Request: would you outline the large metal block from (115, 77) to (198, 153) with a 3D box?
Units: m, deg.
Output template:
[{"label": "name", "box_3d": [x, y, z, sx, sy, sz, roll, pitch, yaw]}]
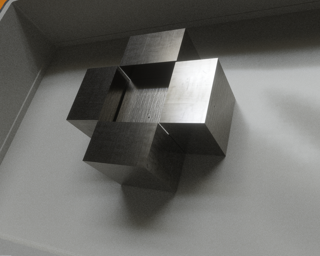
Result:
[{"label": "large metal block", "box_3d": [-0.004, -0.017, 0.399, 0.080, 0.050, 0.080, 1, 62, 28]}]

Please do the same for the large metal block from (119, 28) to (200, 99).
[{"label": "large metal block", "box_3d": [0.006, -0.081, 0.415, 0.080, 0.080, 0.050, 1, 62, 28]}]

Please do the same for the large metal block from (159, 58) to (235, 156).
[{"label": "large metal block", "box_3d": [0.047, -0.022, 0.358, 0.050, 0.080, 0.080, 1, 62, 29]}]

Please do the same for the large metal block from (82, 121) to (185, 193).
[{"label": "large metal block", "box_3d": [-0.027, 0.034, 0.362, 0.080, 0.080, 0.050, 2, 63, 29]}]

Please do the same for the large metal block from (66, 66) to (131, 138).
[{"label": "large metal block", "box_3d": [-0.069, -0.026, 0.422, 0.050, 0.080, 0.080, 1, 62, 29]}]
